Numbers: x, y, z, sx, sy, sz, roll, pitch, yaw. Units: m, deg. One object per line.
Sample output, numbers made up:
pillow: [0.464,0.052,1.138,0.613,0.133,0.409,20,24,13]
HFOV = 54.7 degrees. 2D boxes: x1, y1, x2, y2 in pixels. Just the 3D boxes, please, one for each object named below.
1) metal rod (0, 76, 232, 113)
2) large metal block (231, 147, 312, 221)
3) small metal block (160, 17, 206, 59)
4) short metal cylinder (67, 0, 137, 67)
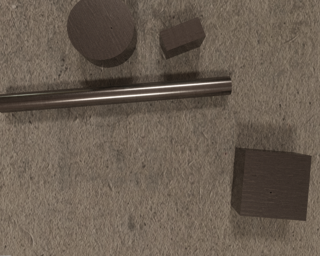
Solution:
metal rod: [-0.058,-0.044,0.409,0.302,0.025,0.025,-5,90,-1]
large metal block: [0.140,0.070,0.399,0.081,0.050,0.079,5,90,-1]
small metal block: [0.027,-0.114,0.398,0.050,0.050,0.025,-21,90,0]
short metal cylinder: [-0.071,-0.122,0.396,0.081,0.050,0.079,0,90,-1]
